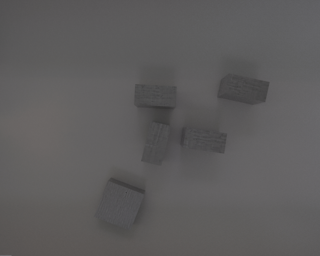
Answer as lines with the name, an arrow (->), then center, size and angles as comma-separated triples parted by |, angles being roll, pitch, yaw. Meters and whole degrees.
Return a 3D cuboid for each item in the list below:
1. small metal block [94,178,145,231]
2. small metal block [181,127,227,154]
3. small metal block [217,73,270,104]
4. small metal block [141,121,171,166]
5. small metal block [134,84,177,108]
small metal block -> -0.053, 0.100, 0.411 | 0.050, 0.025, 0.050 | 21, 90, 0
small metal block -> 0.055, 0.015, 0.399 | 0.050, 0.050, 0.025 | 8, 90, 0
small metal block -> 0.106, -0.049, 0.399 | 0.050, 0.050, 0.025 | 12, 90, 0
small metal block -> -0.005, 0.019, 0.399 | 0.025, 0.050, 0.050 | 14, 90, 0
small metal block -> -0.005, -0.039, 0.399 | 0.050, 0.050, 0.025 | 3, 90, 0
